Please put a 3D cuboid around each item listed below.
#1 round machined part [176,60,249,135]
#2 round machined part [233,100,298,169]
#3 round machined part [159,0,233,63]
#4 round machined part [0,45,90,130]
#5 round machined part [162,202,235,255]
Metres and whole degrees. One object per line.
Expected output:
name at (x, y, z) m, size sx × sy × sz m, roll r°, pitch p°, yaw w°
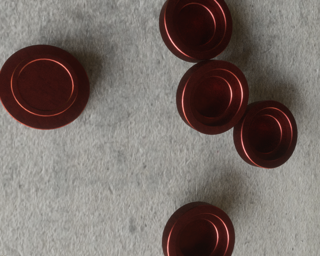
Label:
round machined part at (0.067, -0.043, 0.418) m, size 0.099 × 0.042 × 0.097 m, roll -5°, pitch 106°, yaw -20°
round machined part at (0.149, 0.009, 0.457) m, size 0.099 × 0.042 × 0.097 m, roll 0°, pitch 90°, yaw -21°
round machined part at (0.045, -0.136, 0.417) m, size 0.099 × 0.042 × 0.097 m, roll 0°, pitch 90°, yaw -21°
round machined part at (-0.130, -0.046, 0.352) m, size 0.099 × 0.042 × 0.097 m, roll 0°, pitch 90°, yaw -21°
round machined part at (0.048, 0.148, 0.419) m, size 0.099 × 0.042 × 0.097 m, roll 0°, pitch 90°, yaw -21°
